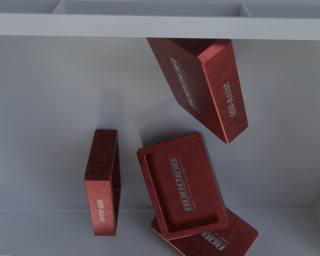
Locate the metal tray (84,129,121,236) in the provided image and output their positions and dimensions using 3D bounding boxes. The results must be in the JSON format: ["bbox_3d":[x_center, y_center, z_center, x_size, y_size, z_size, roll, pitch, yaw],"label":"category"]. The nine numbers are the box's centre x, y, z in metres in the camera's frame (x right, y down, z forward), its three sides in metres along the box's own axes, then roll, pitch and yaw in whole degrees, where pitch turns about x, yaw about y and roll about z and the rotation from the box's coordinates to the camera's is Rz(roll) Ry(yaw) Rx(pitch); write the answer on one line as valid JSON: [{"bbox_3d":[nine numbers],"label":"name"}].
[{"bbox_3d":[-0.075,0.077,0.431,0.030,0.090,0.129,2,130,-2],"label":"metal tray"}]

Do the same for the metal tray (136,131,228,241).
[{"bbox_3d":[0.031,0.078,0.422,0.090,0.030,0.129,-17,89,13],"label":"metal tray"}]

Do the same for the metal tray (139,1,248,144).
[{"bbox_3d":[0.037,-0.049,0.304,0.030,0.090,0.130,-40,142,-7],"label":"metal tray"}]

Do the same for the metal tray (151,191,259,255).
[{"bbox_3d":[0.064,0.149,0.457,0.130,0.090,0.030,36,171,16],"label":"metal tray"}]

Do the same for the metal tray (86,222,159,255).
[{"bbox_3d":[-0.071,0.220,0.594,0.131,0.030,0.089,4,130,-4],"label":"metal tray"}]
